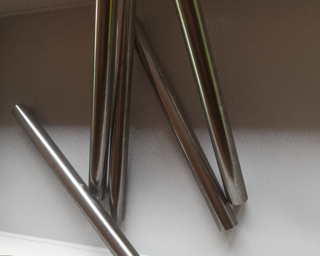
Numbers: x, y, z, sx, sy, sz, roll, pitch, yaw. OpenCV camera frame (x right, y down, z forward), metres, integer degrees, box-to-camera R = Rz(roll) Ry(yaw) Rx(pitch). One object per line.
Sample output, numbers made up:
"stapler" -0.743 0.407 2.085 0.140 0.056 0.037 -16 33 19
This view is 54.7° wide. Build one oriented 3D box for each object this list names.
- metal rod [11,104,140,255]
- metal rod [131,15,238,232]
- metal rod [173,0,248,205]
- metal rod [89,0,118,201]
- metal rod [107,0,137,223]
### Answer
"metal rod" -0.126 0.070 0.432 0.300 0.025 0.025 46 104 23
"metal rod" 0.022 -0.013 0.402 0.025 0.025 0.299 -28 81 18
"metal rod" 0.051 -0.047 0.330 0.025 0.025 0.298 -11 110 20
"metal rod" -0.073 -0.038 0.387 0.025 0.025 0.298 16 114 19
"metal rod" -0.052 -0.020 0.413 0.025 0.025 0.298 7 98 20
